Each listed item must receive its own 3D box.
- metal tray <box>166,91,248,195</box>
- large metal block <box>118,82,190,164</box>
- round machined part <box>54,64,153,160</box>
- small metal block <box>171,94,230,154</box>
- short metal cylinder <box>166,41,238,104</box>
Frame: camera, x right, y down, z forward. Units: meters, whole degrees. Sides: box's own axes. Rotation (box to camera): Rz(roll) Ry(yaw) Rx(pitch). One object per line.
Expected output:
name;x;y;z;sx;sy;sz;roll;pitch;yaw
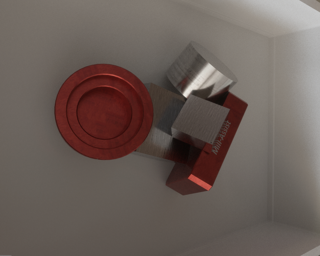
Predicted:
metal tray;0.061;0.023;0.414;0.030;0.090;0.130;32;67;-7
large metal block;-0.005;-0.003;0.387;0.080;0.050;0.080;19;78;-39
round machined part;-0.060;-0.015;0.330;0.099;0.042;0.097;2;85;-17
small metal block;0.048;-0.005;0.363;0.050;0.050;0.025;-60;162;-23
short metal cylinder;0.055;-0.069;0.409;0.080;0.080;0.050;21;121;-38
